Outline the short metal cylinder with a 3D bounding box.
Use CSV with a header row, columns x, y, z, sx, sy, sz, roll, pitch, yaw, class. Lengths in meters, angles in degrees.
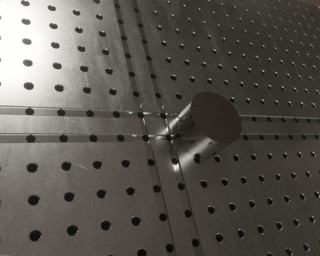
x,y,z,sx,sy,sz,roll,pitch,yaw,class
0.065,-0.004,0.432,0.081,0.050,0.080,14,56,-21,short metal cylinder
